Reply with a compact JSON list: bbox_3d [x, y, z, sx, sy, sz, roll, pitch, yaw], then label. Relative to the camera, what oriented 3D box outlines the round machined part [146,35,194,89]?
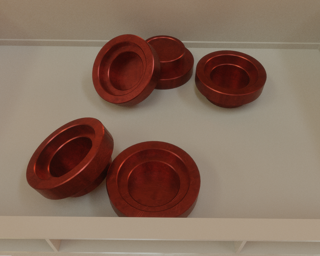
[{"bbox_3d":[0.004,-0.109,0.485,0.099,0.042,0.098,0,50,0],"label":"round machined part"}]

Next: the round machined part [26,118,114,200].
[{"bbox_3d":[-0.094,0.037,0.345,0.098,0.042,0.098,-19,40,17],"label":"round machined part"}]

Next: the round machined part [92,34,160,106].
[{"bbox_3d":[-0.043,-0.078,0.438,0.098,0.042,0.097,-4,81,25],"label":"round machined part"}]

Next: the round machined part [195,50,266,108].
[{"bbox_3d":[0.100,-0.067,0.452,0.099,0.042,0.098,0,50,0],"label":"round machined part"}]

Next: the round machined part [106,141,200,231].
[{"bbox_3d":[-0.007,0.065,0.339,0.099,0.042,0.098,0,50,0],"label":"round machined part"}]
